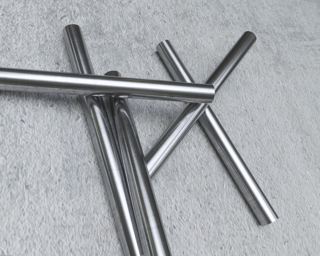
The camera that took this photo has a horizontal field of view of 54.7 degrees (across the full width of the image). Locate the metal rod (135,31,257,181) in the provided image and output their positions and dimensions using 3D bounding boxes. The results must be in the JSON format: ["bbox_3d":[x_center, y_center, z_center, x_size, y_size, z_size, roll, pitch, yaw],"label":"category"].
[{"bbox_3d":[0.062,-0.045,0.432,0.025,0.025,0.301,40,61,-1],"label":"metal rod"}]

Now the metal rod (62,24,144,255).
[{"bbox_3d":[-0.070,-0.001,0.366,0.025,0.025,0.299,-7,65,-31],"label":"metal rod"}]

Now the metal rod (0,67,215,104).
[{"bbox_3d":[-0.080,-0.050,0.358,0.302,0.025,0.025,2,60,-16],"label":"metal rod"}]

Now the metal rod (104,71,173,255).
[{"bbox_3d":[-0.023,0.054,0.331,0.025,0.025,0.299,1,54,-28],"label":"metal rod"}]

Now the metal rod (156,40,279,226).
[{"bbox_3d":[0.075,-0.003,0.445,0.025,0.025,0.299,-18,71,-35],"label":"metal rod"}]
